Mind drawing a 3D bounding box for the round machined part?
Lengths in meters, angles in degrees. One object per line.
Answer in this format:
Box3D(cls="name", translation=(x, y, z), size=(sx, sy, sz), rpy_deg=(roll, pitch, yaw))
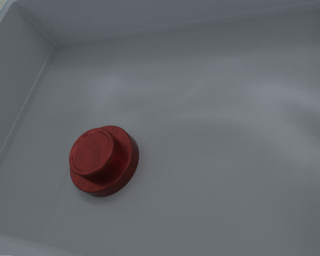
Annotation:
Box3D(cls="round machined part", translation=(-0.081, 0.039, 0.415), size=(0.098, 0.042, 0.098), rpy_deg=(-13, 56, 21))
